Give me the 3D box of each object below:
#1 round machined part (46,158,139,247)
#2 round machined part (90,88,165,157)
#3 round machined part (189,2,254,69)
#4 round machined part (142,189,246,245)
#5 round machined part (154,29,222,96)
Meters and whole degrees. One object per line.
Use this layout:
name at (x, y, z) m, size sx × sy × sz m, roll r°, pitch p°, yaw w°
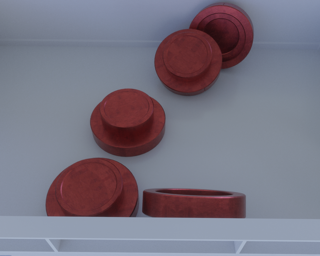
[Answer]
round machined part at (-0.073, 0.072, 0.333) m, size 0.099 × 0.042 × 0.098 m, roll 0°, pitch 50°, yaw 0°
round machined part at (-0.042, -0.014, 0.405) m, size 0.099 × 0.042 × 0.098 m, roll 0°, pitch 50°, yaw 0°
round machined part at (0.096, -0.146, 0.484) m, size 0.098 × 0.097 × 0.042 m, roll 14°, pitch 36°, yaw 11°
round machined part at (0.032, 0.083, 0.299) m, size 0.099 × 0.098 × 0.042 m, roll 2°, pitch 83°, yaw 1°
round machined part at (0.040, -0.099, 0.449) m, size 0.099 × 0.042 × 0.097 m, roll -1°, pitch 81°, yaw 8°
